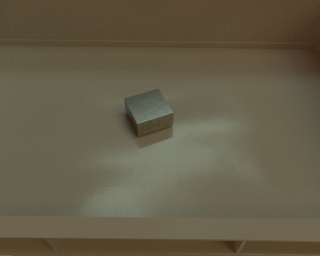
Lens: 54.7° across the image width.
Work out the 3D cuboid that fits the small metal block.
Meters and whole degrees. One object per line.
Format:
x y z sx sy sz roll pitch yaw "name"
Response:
-0.015 -0.022 0.419 0.050 0.025 0.050 -18 53 -15 "small metal block"
